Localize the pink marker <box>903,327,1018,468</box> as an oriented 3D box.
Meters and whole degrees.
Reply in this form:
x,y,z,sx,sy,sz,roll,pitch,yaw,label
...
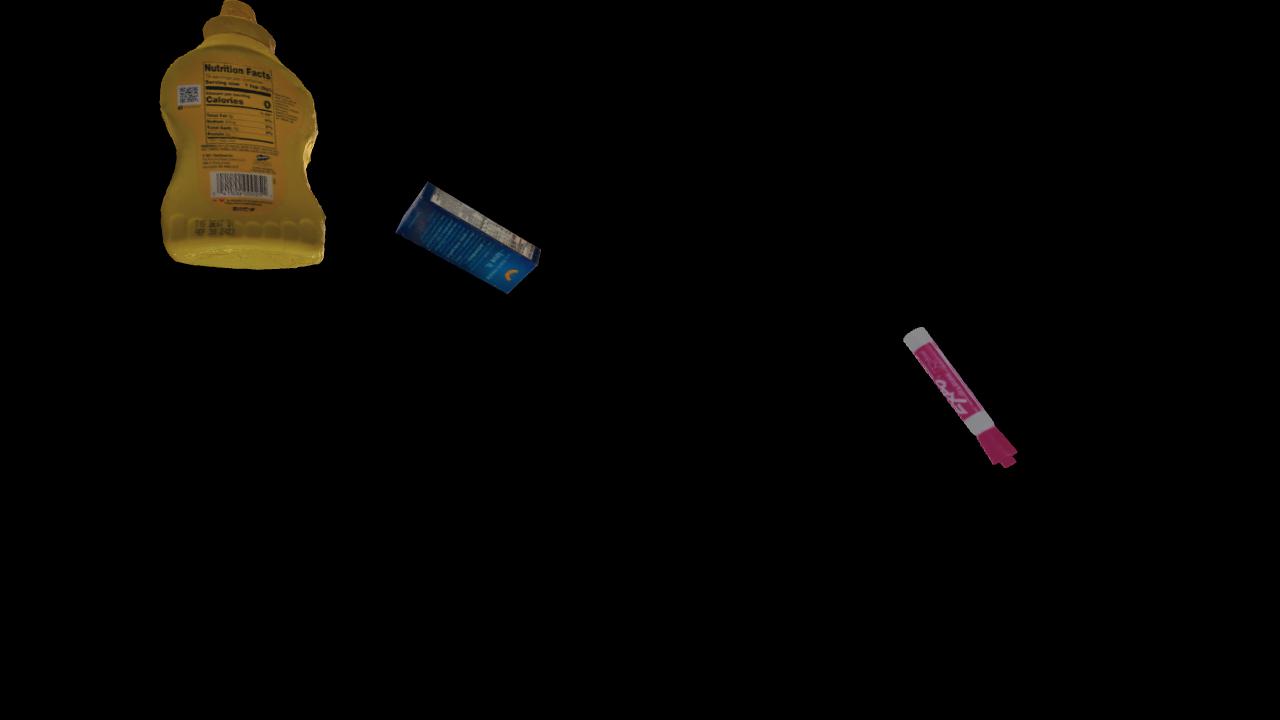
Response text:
x,y,z,sx,sy,sz,roll,pitch,yaw,label
0.243,0.027,0.469,0.020,0.121,0.020,-20,-27,-11,pink marker

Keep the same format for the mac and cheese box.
x,y,z,sx,sy,sz,roll,pitch,yaw,label
-0.248,-0.173,0.897,0.184,0.041,0.093,29,-42,-29,mac and cheese box

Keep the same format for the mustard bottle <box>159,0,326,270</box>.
x,y,z,sx,sy,sz,roll,pitch,yaw,label
-0.266,-0.156,0.414,0.092,0.184,0.054,-5,-8,-21,mustard bottle
